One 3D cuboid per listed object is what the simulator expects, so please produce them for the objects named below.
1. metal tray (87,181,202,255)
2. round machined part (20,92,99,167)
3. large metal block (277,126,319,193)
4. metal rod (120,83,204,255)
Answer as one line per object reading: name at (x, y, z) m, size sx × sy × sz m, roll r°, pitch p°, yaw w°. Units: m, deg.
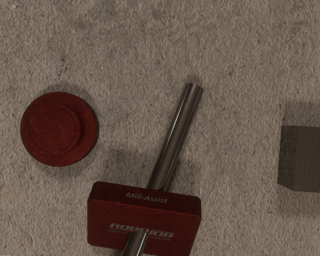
metal tray at (-0.021, 0.116, 0.384) m, size 0.131 × 0.030 × 0.089 m, roll 9°, pitch 126°, yaw -1°
round machined part at (-0.132, 0.001, 0.400) m, size 0.099 × 0.042 × 0.097 m, roll 0°, pitch 90°, yaw -1°
large metal block at (0.204, 0.039, 0.400) m, size 0.081 × 0.050 × 0.079 m, roll 4°, pitch 90°, yaw -1°
metal rod at (-0.007, 0.084, 0.389) m, size 0.025 × 0.025 × 0.299 m, roll 21°, pitch 82°, yaw -1°
